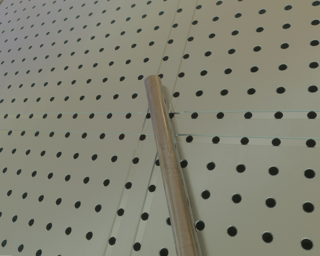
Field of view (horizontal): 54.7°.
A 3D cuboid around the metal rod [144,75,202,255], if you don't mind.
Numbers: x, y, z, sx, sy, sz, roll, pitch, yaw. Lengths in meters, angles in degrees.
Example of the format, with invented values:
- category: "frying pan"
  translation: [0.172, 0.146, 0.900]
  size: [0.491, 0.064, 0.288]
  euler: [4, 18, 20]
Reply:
- category: "metal rod"
  translation: [0.014, 0.051, 0.368]
  size: [0.025, 0.025, 0.299]
  euler: [-22, 54, 15]
